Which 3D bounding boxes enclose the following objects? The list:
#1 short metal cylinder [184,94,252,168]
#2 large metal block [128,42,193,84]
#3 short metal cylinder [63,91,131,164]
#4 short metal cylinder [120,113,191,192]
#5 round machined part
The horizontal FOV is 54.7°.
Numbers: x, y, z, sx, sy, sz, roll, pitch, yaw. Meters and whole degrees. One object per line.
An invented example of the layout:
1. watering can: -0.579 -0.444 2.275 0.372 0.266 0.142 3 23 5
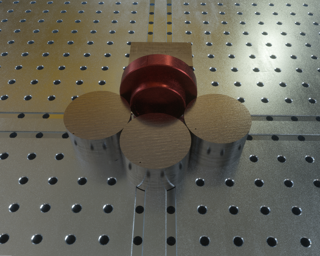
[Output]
1. short metal cylinder: 0.069 0.003 0.390 0.081 0.050 0.080 0 50 0
2. large metal block: 0.001 -0.071 0.431 0.081 0.080 0.050 1 50 0
3. short metal cylinder: -0.075 -0.002 0.392 0.081 0.050 0.080 0 50 0
4. short metal cylinder: -0.005 0.028 0.368 0.081 0.050 0.080 0 50 0
5. round machined part: -0.002 -0.041 0.392 0.099 0.097 0.042 1 50 1
